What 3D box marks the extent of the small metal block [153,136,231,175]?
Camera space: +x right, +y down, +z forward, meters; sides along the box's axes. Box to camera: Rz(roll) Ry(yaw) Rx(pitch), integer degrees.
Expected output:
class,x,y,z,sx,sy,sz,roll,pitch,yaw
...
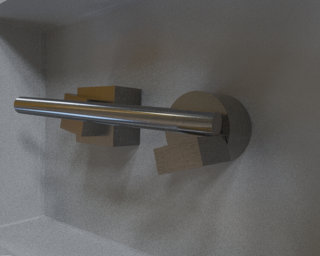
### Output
class,x,y,z,sx,sy,sz,roll,pitch,yaw
small metal block,0.031,0.026,0.295,0.050,0.050,0.025,-18,79,38

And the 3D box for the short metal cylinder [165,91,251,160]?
class,x,y,z,sx,sy,sz,roll,pitch,yaw
short metal cylinder,0.053,0.001,0.343,0.080,0.050,0.079,0,90,39

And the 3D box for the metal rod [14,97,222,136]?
class,x,y,z,sx,sy,sz,roll,pitch,yaw
metal rod,-0.073,-0.018,0.371,0.300,0.025,0.025,7,94,31

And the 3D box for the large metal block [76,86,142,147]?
class,x,y,z,sx,sy,sz,roll,pitch,yaw
large metal block,-0.075,-0.017,0.446,0.080,0.050,0.079,4,92,39

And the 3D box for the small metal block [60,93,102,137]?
class,x,y,z,sx,sy,sz,roll,pitch,yaw
small metal block,-0.109,-0.019,0.427,0.050,0.025,0.050,17,100,38
